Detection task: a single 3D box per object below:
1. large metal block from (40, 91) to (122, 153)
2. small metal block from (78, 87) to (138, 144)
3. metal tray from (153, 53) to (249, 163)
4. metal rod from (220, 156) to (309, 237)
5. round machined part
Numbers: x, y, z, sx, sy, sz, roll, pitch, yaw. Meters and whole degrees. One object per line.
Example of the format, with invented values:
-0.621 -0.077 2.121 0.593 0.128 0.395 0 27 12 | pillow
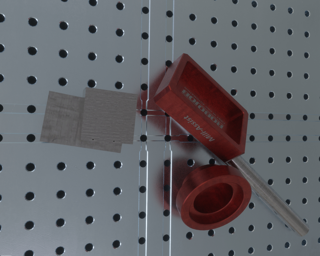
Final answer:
-0.088 -0.005 0.351 0.081 0.080 0.050 11 87 -20 | large metal block
-0.052 -0.011 0.309 0.050 0.025 0.050 6 88 -20 | small metal block
0.059 -0.027 0.406 0.130 0.030 0.090 40 41 -16 | metal tray
0.123 0.063 0.458 0.300 0.025 0.025 44 76 -15 | metal rod
0.068 0.087 0.414 0.099 0.042 0.097 -9 124 -13 | round machined part
